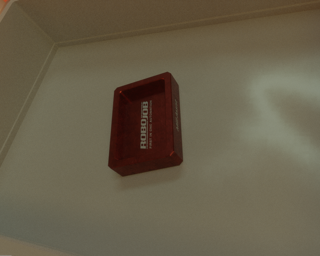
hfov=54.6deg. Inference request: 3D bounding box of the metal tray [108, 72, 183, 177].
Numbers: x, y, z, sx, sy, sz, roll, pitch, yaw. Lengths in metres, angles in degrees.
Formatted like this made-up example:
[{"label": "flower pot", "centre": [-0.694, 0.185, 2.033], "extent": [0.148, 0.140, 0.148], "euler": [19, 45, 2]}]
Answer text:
[{"label": "metal tray", "centre": [-0.019, -0.007, 0.417], "extent": [0.090, 0.030, 0.130], "euler": [-14, 56, 20]}]
